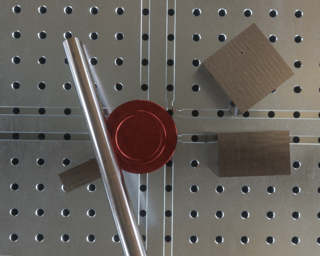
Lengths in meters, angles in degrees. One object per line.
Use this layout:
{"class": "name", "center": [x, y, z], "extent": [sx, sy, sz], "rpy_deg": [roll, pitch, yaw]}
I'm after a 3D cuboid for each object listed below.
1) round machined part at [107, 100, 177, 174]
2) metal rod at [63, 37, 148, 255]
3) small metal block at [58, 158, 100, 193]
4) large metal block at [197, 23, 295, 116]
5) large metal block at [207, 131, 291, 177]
{"class": "round machined part", "center": [-0.027, 0.012, 0.405], "extent": [0.099, 0.042, 0.097], "rpy_deg": [0, 90, 0]}
{"class": "metal rod", "center": [-0.068, 0.023, 0.375], "extent": [0.025, 0.025, 0.299], "rpy_deg": [-20, 75, 0]}
{"class": "small metal block", "center": [-0.095, 0.057, 0.400], "extent": [0.050, 0.050, 0.025], "rpy_deg": [-25, 90, 0]}
{"class": "large metal block", "center": [0.108, -0.073, 0.402], "extent": [0.080, 0.050, 0.080], "rpy_deg": [-38, 90, 0]}
{"class": "large metal block", "center": [0.105, 0.029, 0.387], "extent": [0.081, 0.080, 0.050], "rpy_deg": [-2, 90, 0]}
